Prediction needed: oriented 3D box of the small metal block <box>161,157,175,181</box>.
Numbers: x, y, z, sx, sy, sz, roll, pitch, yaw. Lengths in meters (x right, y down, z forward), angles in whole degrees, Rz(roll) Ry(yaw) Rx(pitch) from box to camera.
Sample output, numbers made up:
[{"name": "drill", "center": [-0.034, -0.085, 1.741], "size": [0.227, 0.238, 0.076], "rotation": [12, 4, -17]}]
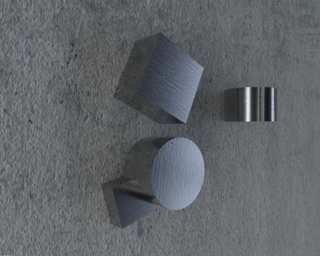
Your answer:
[{"name": "small metal block", "center": [0.019, 0.047, 0.421], "size": [0.050, 0.025, 0.050], "rotation": [-33, 110, -35]}]

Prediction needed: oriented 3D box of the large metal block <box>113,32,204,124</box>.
[{"name": "large metal block", "center": [0.000, -0.058, 0.388], "size": [0.080, 0.050, 0.080], "rotation": [30, 71, -36]}]

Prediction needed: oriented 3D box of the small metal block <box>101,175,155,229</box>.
[{"name": "small metal block", "center": [-0.037, 0.084, 0.373], "size": [0.050, 0.025, 0.050], "rotation": [-20, 103, -38]}]

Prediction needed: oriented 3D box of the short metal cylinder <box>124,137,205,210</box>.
[{"name": "short metal cylinder", "center": [0.006, 0.050, 0.361], "size": [0.081, 0.050, 0.080], "rotation": [0, 90, -40]}]

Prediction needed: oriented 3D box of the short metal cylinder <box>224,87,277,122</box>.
[{"name": "short metal cylinder", "center": [0.142, -0.035, 0.488], "size": [0.081, 0.080, 0.050], "rotation": [-1, 91, -40]}]
